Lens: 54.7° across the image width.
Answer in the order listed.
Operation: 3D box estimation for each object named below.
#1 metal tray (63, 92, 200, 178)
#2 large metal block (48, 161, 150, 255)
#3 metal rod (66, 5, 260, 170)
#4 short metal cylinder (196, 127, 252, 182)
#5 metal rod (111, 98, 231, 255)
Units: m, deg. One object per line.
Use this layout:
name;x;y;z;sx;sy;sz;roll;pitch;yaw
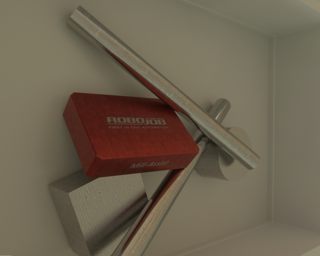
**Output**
metal tray;-0.029;0.005;0.342;0.131;0.030;0.090;0;46;-39
large metal block;-0.061;0.084;0.335;0.081;0.050;0.080;-25;106;-38
metal rod;0.019;-0.037;0.384;0.301;0.025;0.025;37;67;-21
short metal cylinder;0.095;0.038;0.469;0.081;0.050;0.079;0;90;-40
metal rod;0.030;0.047;0.384;0.301;0.025;0.025;-50;121;-44
